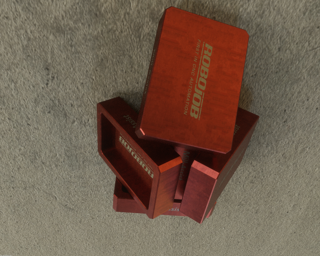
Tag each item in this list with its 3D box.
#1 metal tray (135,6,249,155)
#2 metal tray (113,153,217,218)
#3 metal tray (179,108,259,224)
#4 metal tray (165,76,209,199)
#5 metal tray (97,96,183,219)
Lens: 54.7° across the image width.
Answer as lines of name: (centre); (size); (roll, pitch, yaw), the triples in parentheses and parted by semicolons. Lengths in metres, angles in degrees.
metal tray: (0.033, -0.045, 0.310); (0.091, 0.129, 0.030); (14, 170, -12)
metal tray: (0.005, 0.074, 0.428); (0.131, 0.090, 0.030); (5, 130, -5)
metal tray: (0.075, 0.042, 0.380); (0.030, 0.131, 0.089); (27, 134, 21)
metal tray: (0.025, 0.013, 0.377); (0.030, 0.090, 0.129); (5, 130, -5)
metal tray: (-0.031, 0.033, 0.373); (0.030, 0.130, 0.089); (-22, 138, -31)
